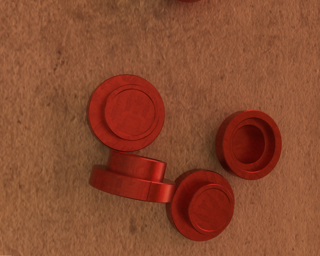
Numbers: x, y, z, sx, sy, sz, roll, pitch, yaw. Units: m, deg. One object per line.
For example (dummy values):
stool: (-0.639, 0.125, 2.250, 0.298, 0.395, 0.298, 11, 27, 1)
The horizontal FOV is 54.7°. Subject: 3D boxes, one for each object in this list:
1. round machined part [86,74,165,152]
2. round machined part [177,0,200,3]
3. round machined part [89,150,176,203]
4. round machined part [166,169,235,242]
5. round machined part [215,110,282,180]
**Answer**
round machined part: (-0.039, -0.018, 0.386, 0.099, 0.042, 0.097, 0, 90, -21)
round machined part: (0.032, -0.216, 0.413, 0.099, 0.042, 0.097, 0, 90, -21)
round machined part: (-0.029, 0.053, 0.360, 0.099, 0.098, 0.042, 14, 86, -20)
round machined part: (0.061, 0.107, 0.424, 0.099, 0.042, 0.097, 0, 90, -21)
round machined part: (0.122, 0.023, 0.447, 0.099, 0.042, 0.097, 0, 90, -21)
